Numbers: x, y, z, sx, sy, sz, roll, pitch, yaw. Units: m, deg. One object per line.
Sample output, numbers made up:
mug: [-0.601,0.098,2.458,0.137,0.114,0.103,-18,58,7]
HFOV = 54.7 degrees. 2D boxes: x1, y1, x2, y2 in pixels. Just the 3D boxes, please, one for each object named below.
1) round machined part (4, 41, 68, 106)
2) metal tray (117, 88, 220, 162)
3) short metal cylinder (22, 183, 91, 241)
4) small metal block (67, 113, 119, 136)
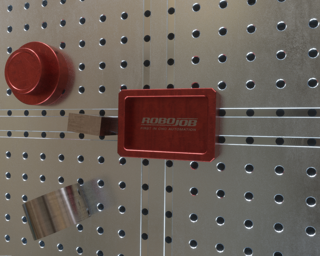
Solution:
round machined part: [-0.195,-0.083,0.472,0.098,0.042,0.097,0,90,20]
metal tray: [0.010,-0.005,0.406,0.130,0.030,0.089,1,91,19]
short metal cylinder: [-0.143,0.116,0.434,0.080,0.080,0.050,-25,82,18]
small metal block: [-0.092,-0.005,0.432,0.050,0.050,0.025,8,93,20]
